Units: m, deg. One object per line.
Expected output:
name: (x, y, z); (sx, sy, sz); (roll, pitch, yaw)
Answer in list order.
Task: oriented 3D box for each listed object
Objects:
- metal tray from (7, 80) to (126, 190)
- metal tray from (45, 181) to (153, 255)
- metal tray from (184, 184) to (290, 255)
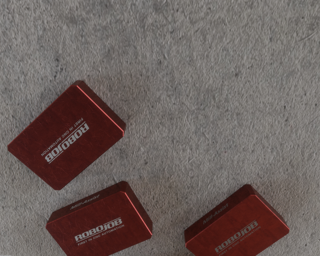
metal tray: (-0.122, 0.012, 0.410); (0.130, 0.030, 0.090); (-40, 106, 13)
metal tray: (-0.088, 0.144, 0.459); (0.130, 0.030, 0.090); (-25, 108, 9)
metal tray: (0.113, 0.156, 0.466); (0.130, 0.030, 0.090); (-42, 105, 13)
